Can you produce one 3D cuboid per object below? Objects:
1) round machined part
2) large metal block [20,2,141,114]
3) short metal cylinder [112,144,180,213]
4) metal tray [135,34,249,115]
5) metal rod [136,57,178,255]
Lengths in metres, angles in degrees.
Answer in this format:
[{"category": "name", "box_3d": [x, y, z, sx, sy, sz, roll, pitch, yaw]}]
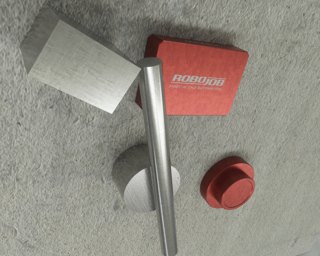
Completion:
[{"category": "round machined part", "box_3d": [0.121, 0.100, 0.527, 0.099, 0.042, 0.097, -14, 125, -21]}, {"category": "large metal block", "box_3d": [-0.076, -0.066, 0.289, 0.080, 0.080, 0.050, 26, 104, -38]}, {"category": "short metal cylinder", "box_3d": [-0.020, 0.068, 0.424, 0.081, 0.050, 0.079, -14, 124, -21]}, {"category": "metal tray", "box_3d": [0.041, -0.062, 0.389, 0.131, 0.030, 0.089, -1, 119, -28]}, {"category": "metal rod", "box_3d": [0.002, 0.060, 0.381, 0.025, 0.025, 0.298, -18, 126, -18]}]
